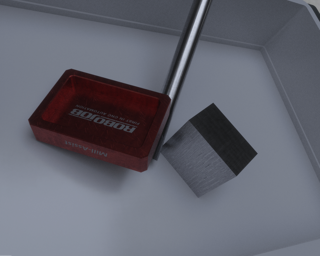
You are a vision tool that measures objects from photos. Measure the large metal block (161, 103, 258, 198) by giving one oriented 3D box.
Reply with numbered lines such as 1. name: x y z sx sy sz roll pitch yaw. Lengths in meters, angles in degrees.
1. large metal block: 0.057 0.029 0.385 0.050 0.080 0.080 -34 81 -38

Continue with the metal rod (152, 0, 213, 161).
1. metal rod: 0.034 -0.102 0.407 0.025 0.025 0.299 22 79 -16

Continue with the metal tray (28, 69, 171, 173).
1. metal tray: -0.063 -0.012 0.345 0.131 0.030 0.090 16 53 7
